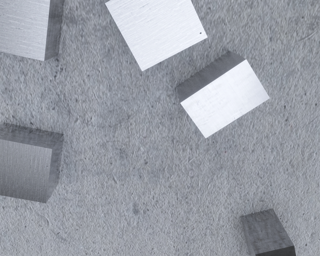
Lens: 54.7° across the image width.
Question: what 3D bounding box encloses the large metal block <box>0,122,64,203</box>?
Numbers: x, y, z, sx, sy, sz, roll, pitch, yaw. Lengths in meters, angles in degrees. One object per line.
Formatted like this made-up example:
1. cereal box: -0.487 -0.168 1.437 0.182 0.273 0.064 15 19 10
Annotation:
1. large metal block: -0.180 0.046 0.412 0.081 0.050 0.079 12 110 -5

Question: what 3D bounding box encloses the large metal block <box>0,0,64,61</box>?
1. large metal block: -0.158 -0.127 0.348 0.081 0.050 0.079 12 110 -5

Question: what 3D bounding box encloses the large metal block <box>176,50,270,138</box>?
1. large metal block: 0.069 -0.043 0.365 0.080 0.080 0.050 -33 107 11

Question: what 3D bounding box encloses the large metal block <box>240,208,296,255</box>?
1. large metal block: 0.158 0.178 0.447 0.050 0.080 0.080 -16 110 6

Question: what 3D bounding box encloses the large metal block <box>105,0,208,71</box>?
1. large metal block: -0.003 -0.122 0.351 0.080 0.050 0.080 -26 108 9
